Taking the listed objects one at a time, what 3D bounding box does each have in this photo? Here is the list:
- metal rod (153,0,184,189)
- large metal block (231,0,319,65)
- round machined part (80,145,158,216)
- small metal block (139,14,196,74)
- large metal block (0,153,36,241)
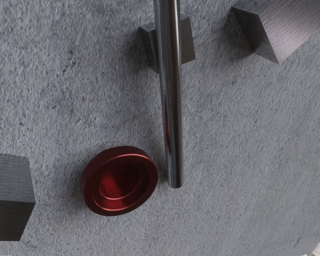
[{"bbox_3d":[0.014,-0.028,0.371,0.025,0.025,0.298,-20,134,-16],"label":"metal rod"},{"bbox_3d":[0.149,-0.141,0.385,0.080,0.050,0.080,-43,130,1],"label":"large metal block"},{"bbox_3d":[-0.055,0.064,0.405,0.099,0.042,0.097,-14,124,-21],"label":"round machined part"},{"bbox_3d":[0.010,-0.096,0.352,0.050,0.025,0.050,-24,127,-14],"label":"small metal block"},{"bbox_3d":[-0.180,0.065,0.314,0.081,0.080,0.050,15,110,-35],"label":"large metal block"}]
